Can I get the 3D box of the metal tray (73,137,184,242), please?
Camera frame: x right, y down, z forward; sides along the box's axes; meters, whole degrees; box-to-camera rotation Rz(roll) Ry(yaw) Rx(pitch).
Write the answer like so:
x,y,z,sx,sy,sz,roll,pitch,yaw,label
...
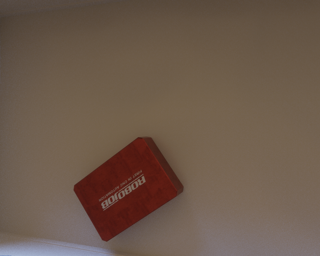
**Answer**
x,y,z,sx,sy,sz,roll,pitch,yaw,label
-0.045,0.083,0.424,0.130,0.030,0.090,-37,78,16,metal tray
